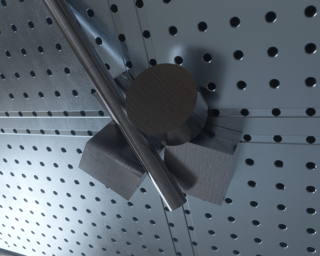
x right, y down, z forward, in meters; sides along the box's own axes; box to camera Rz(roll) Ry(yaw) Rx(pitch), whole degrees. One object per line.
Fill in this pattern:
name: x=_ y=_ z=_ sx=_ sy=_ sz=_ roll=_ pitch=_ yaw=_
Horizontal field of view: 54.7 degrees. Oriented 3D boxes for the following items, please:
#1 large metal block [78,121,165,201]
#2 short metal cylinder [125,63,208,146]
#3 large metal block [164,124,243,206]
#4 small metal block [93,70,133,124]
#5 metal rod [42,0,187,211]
large metal block: x=-0.049 y=0.037 z=0.422 sx=0.080 sy=0.080 sz=0.050 roll=32 pitch=128 yaw=7
short metal cylinder: x=0.009 y=-0.025 z=0.346 sx=0.080 sy=0.080 sz=0.050 roll=8 pitch=166 yaw=23
large metal block: x=0.051 y=0.041 z=0.391 sx=0.080 sy=0.050 sz=0.079 roll=16 pitch=125 yaw=18
small metal block: x=-0.052 y=-0.040 z=0.413 sx=0.050 sy=0.025 sz=0.050 roll=-27 pitch=104 yaw=37
metal rod: x=-0.055 y=-0.033 z=0.379 sx=0.025 sy=0.025 sz=0.299 roll=-31 pitch=90 yaw=37
